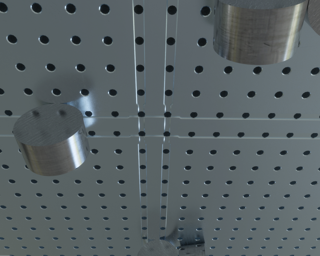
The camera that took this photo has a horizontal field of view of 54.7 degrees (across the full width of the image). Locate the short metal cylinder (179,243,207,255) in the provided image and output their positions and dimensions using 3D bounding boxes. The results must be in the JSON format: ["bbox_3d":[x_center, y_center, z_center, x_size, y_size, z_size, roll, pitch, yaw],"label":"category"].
[{"bbox_3d":[0.069,0.271,0.608,0.050,0.080,0.080,-10,130,8],"label":"short metal cylinder"}]

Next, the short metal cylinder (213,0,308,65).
[{"bbox_3d":[0.091,-0.101,0.291,0.080,0.080,0.050,-3,130,2],"label":"short metal cylinder"}]

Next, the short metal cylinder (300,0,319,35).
[{"bbox_3d":[0.170,-0.129,0.288,0.081,0.050,0.079,0,130,0],"label":"short metal cylinder"}]

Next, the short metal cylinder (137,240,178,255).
[{"bbox_3d":[-0.002,0.268,0.604,0.080,0.080,0.050,-7,130,5],"label":"short metal cylinder"}]

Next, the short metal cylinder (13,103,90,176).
[{"bbox_3d":[-0.132,0.013,0.385,0.081,0.080,0.050,0,130,0],"label":"short metal cylinder"}]
